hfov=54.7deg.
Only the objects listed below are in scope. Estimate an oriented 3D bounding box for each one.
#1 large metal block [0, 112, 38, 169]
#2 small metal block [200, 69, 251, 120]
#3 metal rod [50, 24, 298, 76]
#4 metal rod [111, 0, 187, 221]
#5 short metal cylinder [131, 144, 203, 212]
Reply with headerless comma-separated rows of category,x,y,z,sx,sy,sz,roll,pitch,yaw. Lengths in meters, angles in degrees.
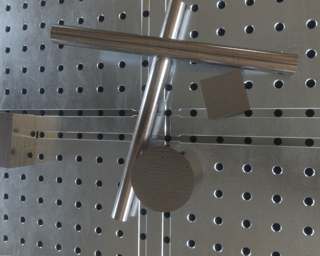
large metal block,-0.244,0.016,0.483,0.080,0.050,0.079,5,92,19
small metal block,0.082,-0.040,0.384,0.050,0.025,0.050,-14,86,19
metal rod,0.010,-0.098,0.382,0.301,0.025,0.025,10,93,9
metal rod,-0.016,-0.019,0.417,0.025,0.025,0.298,17,96,19
short metal cylinder,0.010,0.061,0.395,0.080,0.050,0.079,0,90,19
